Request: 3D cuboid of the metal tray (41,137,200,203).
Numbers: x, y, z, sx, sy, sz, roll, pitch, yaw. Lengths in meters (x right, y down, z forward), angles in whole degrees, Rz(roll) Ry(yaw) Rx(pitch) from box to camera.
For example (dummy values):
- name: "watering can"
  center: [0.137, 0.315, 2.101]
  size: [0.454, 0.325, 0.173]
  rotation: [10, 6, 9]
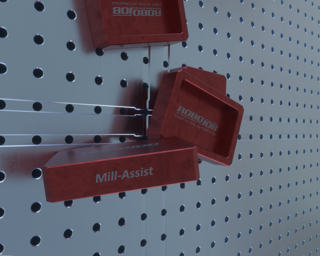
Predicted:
- name: "metal tray"
  center: [-0.037, 0.035, 0.302]
  size: [0.131, 0.090, 0.030]
  rotation: [-7, 96, -9]

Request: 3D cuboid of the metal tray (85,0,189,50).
- name: "metal tray"
  center: [-0.025, -0.149, 0.385]
  size: [0.131, 0.030, 0.089]
  rotation: [-17, 101, -39]

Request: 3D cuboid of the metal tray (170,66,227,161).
- name: "metal tray"
  center: [0.056, -0.018, 0.455]
  size: [0.091, 0.030, 0.129]
  rotation: [4, 87, -40]

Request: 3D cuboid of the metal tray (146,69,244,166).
- name: "metal tray"
  center: [0.052, -0.009, 0.410]
  size: [0.131, 0.030, 0.090]
  rotation: [23, 76, -34]
